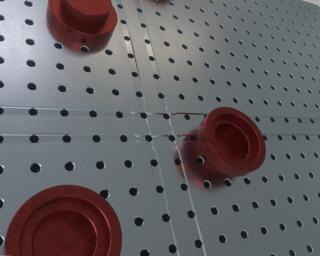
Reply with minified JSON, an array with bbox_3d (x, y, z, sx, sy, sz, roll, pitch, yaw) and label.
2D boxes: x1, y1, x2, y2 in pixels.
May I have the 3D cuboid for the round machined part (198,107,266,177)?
[{"bbox_3d":[0.095,0.023,0.434,0.099,0.042,0.098,13,56,-21],"label":"round machined part"}]

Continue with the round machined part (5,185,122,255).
[{"bbox_3d":[-0.088,0.106,0.285,0.099,0.042,0.098,13,56,-21],"label":"round machined part"}]

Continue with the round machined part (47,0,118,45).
[{"bbox_3d":[-0.107,-0.171,0.443,0.099,0.042,0.098,13,56,-21],"label":"round machined part"}]
